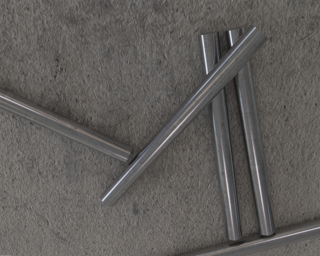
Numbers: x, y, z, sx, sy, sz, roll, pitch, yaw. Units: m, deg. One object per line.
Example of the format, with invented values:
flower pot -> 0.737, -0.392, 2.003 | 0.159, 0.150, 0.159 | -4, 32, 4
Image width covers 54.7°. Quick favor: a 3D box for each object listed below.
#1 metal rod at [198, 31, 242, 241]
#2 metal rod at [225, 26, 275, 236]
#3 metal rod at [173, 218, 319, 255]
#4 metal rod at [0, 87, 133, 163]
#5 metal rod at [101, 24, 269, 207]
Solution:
metal rod -> 0.085, 0.025, 0.419 | 0.025, 0.025, 0.298 | -10, 110, 3
metal rod -> 0.125, 0.018, 0.417 | 0.025, 0.025, 0.298 | -13, 110, 5
metal rod -> 0.122, 0.186, 0.479 | 0.301, 0.025, 0.025 | -17, 109, 6
metal rod -> -0.177, -0.027, 0.398 | 0.301, 0.025, 0.025 | 25, 108, -9
metal rod -> 0.017, 0.000, 0.391 | 0.025, 0.025, 0.299 | 36, 113, -13
